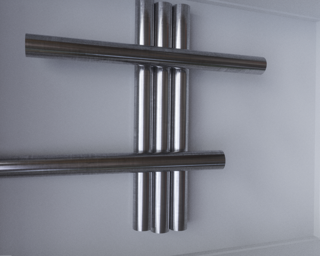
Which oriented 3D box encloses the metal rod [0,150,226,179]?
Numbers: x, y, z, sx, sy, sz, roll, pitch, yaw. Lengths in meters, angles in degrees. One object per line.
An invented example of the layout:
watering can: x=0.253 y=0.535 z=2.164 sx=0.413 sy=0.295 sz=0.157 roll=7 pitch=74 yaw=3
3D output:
metal rod: x=-0.068 y=0.042 z=0.365 sx=0.302 sy=0.025 sz=0.025 roll=0 pitch=90 yaw=-13

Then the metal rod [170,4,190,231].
metal rod: x=0.026 y=-0.014 z=0.418 sx=0.025 sy=0.025 sz=0.298 roll=1 pitch=90 yaw=-20

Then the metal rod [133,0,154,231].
metal rod: x=-0.021 y=-0.019 z=0.402 sx=0.025 sy=0.025 sz=0.298 roll=1 pitch=90 yaw=-20

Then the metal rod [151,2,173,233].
metal rod: x=0.002 y=-0.014 z=0.410 sx=0.025 sy=0.025 sz=0.298 roll=1 pitch=90 yaw=-20

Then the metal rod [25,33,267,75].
metal rod: x=-0.001 y=-0.088 z=0.382 sx=0.302 sy=0.025 sz=0.025 roll=0 pitch=90 yaw=-20
